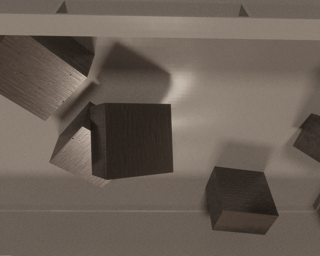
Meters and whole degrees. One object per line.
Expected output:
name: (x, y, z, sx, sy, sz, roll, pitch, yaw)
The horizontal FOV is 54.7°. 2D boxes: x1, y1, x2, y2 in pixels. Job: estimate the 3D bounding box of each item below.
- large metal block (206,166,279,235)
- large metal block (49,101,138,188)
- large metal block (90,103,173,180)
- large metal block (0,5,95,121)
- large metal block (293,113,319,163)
large metal block: (0.120, 0.109, 0.468, 0.081, 0.080, 0.050, 8, 130, -7)
large metal block: (-0.085, 0.025, 0.412, 0.080, 0.050, 0.080, 33, 123, -25)
large metal block: (-0.033, 0.013, 0.360, 0.081, 0.079, 0.050, -2, 179, -30)
large metal block: (-0.131, -0.067, 0.334, 0.080, 0.050, 0.080, 36, 121, -27)
large metal block: (0.228, 0.027, 0.381, 0.080, 0.080, 0.050, 24, 101, -6)
